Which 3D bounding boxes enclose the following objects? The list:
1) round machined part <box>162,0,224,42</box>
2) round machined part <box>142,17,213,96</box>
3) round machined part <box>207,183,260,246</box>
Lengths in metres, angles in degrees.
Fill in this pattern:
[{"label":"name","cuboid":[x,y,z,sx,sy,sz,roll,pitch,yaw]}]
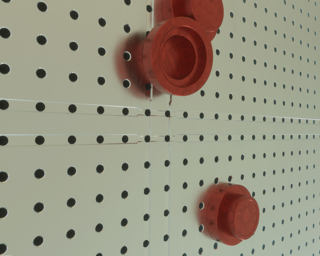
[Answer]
[{"label":"round machined part","cuboid":[0.053,-0.167,0.441,0.099,0.042,0.097,0,90,-40]},{"label":"round machined part","cuboid":[0.019,-0.092,0.406,0.099,0.042,0.097,-7,102,-33]},{"label":"round machined part","cuboid":[0.124,0.141,0.501,0.099,0.042,0.097,0,90,-40]}]
